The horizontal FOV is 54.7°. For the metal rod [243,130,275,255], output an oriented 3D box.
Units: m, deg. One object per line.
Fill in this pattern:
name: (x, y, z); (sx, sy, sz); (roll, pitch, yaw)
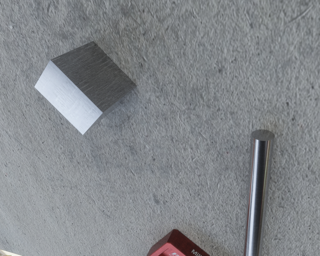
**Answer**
metal rod: (0.129, 0.137, 0.422); (0.025, 0.025, 0.298); (8, 122, 23)

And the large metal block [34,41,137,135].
large metal block: (-0.089, -0.052, 0.384); (0.080, 0.080, 0.050); (46, 129, -4)

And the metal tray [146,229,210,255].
metal tray: (0.049, 0.238, 0.523); (0.130, 0.030, 0.089); (39, 129, 1)
